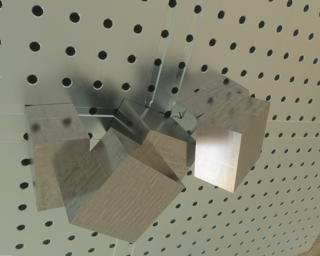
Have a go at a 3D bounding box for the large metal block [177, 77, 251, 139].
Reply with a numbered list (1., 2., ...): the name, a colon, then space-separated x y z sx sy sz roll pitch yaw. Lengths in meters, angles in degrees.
1. large metal block: 0.079 -0.013 0.432 0.080 0.050 0.080 -27 128 -12

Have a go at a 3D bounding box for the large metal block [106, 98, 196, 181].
1. large metal block: -0.009 0.014 0.380 0.080 0.080 0.050 20 108 -36

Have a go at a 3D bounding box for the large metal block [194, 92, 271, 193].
1. large metal block: 0.084 0.014 0.363 0.080 0.050 0.079 -37 137 -42

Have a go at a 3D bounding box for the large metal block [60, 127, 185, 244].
1. large metal block: -0.037 0.059 0.307 0.080 0.050 0.080 -49 129 6

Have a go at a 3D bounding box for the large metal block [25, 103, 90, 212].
1. large metal block: -0.111 0.028 0.332 0.050 0.080 0.079 -6 121 -26
